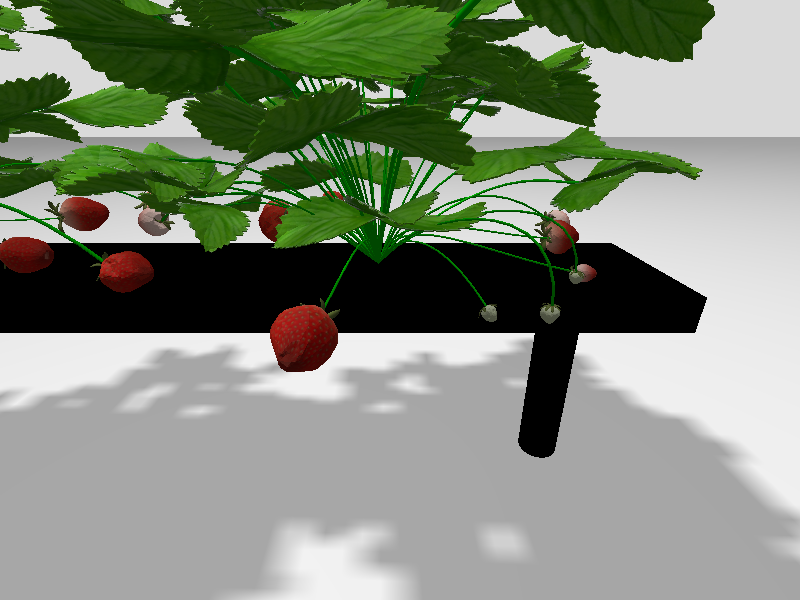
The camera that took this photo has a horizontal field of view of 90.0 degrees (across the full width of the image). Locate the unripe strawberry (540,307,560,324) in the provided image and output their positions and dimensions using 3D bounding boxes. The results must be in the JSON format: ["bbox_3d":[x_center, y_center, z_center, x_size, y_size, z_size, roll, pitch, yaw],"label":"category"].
[{"bbox_3d":[0.091,0.009,0.244,0.011,0.011,0.011,-19,30,-36],"label":"unripe strawberry"}]

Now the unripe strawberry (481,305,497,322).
[{"bbox_3d":[0.057,0.009,0.257,0.010,0.011,0.011,-15,-22,-30],"label":"unripe strawberry"}]

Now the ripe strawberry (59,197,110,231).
[{"bbox_3d":[-0.366,-0.100,0.466,0.046,0.039,0.046,20,30,38],"label":"ripe strawberry"}]

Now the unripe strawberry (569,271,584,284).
[{"bbox_3d":[0.127,-0.016,0.289,0.010,0.010,0.009,12,27,26],"label":"unripe strawberry"}]

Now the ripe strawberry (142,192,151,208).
[{"bbox_3d":[-0.320,-0.127,0.534,0.039,0.035,0.035,18,12,34],"label":"ripe strawberry"}]

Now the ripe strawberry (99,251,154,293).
[{"bbox_3d":[-0.201,-0.020,0.297,0.031,0.031,0.034,10,25,12],"label":"ripe strawberry"}]

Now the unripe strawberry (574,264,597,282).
[{"bbox_3d":[0.148,-0.022,0.320,0.017,0.014,0.017,7,25,14],"label":"unripe strawberry"}]

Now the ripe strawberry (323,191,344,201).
[{"bbox_3d":[-0.094,-0.136,0.557,0.033,0.034,0.036,-8,25,-18],"label":"ripe strawberry"}]

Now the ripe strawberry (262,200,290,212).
[{"bbox_3d":[-0.145,-0.099,0.470,0.040,0.039,0.037,20,31,39],"label":"ripe strawberry"}]

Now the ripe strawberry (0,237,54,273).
[{"bbox_3d":[-0.312,-0.038,0.338,0.035,0.030,0.035,4,24,8],"label":"ripe strawberry"}]

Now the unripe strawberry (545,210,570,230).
[{"bbox_3d":[0.174,-0.082,0.441,0.033,0.032,0.030,12,16,-30],"label":"unripe strawberry"}]

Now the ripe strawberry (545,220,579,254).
[{"bbox_3d":[0.159,-0.062,0.392,0.034,0.033,0.031,-4,24,-10],"label":"ripe strawberry"}]

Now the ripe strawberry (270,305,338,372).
[{"bbox_3d":[-0.050,0.022,0.202,0.034,0.036,0.037,4,25,9],"label":"ripe strawberry"}]

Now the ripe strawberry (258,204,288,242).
[{"bbox_3d":[-0.131,-0.082,0.425,0.039,0.041,0.036,14,28,30],"label":"ripe strawberry"}]

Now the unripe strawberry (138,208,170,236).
[{"bbox_3d":[-0.280,-0.088,0.453,0.034,0.033,0.031,3,24,21],"label":"unripe strawberry"}]
